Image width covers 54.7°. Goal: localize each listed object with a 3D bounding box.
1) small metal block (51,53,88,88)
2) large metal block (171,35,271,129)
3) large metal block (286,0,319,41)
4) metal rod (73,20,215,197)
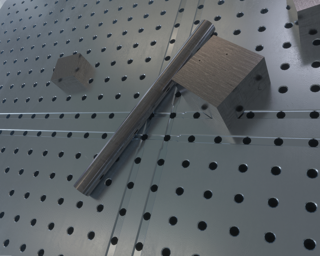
[{"bbox_3d":[-0.162,-0.103,0.556,0.050,0.025,0.050,-7,59,24],"label":"small metal block"},{"bbox_3d":[0.076,-0.059,0.389,0.080,0.050,0.080,-47,51,-5],"label":"large metal block"},{"bbox_3d":[0.206,-0.166,0.386,0.080,0.050,0.080,-14,56,20],"label":"large metal block"},{"bbox_3d":[-0.016,-0.035,0.437,0.025,0.025,0.300,29,77,37],"label":"metal rod"}]
